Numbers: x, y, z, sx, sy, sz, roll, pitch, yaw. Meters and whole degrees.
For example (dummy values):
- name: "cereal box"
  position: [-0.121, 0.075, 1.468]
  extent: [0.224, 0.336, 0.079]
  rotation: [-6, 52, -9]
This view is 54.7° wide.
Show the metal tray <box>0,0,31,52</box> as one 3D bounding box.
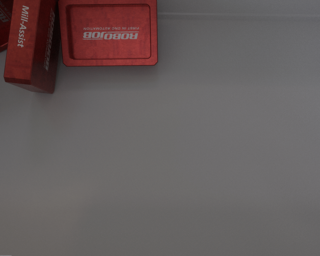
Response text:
- name: "metal tray"
  position: [-0.219, -0.164, 0.407]
  extent: [0.090, 0.130, 0.030]
  rotation: [-30, 70, -4]

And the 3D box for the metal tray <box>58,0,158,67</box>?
- name: "metal tray"
  position: [-0.069, -0.132, 0.431]
  extent: [0.131, 0.030, 0.089]
  rotation: [-1, 103, -1]

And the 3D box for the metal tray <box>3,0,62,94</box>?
- name: "metal tray"
  position: [-0.156, -0.114, 0.395]
  extent: [0.030, 0.090, 0.129]
  rotation: [6, 88, -2]
